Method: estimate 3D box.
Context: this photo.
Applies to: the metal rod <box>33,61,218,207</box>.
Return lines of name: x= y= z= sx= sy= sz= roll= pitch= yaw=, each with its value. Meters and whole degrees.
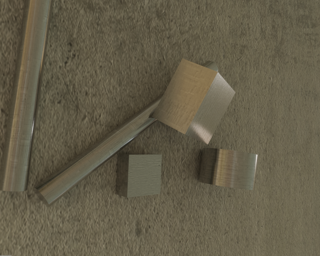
metal rod: x=-0.020 y=-0.011 z=0.389 sx=0.302 sy=0.025 sz=0.025 roll=-39 pitch=114 yaw=-33

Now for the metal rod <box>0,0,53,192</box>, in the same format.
metal rod: x=-0.123 y=-0.090 z=0.302 sx=0.025 sy=0.025 sz=0.298 roll=10 pitch=84 yaw=-40

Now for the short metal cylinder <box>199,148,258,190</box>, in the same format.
short metal cylinder: x=0.100 y=0.060 z=0.456 sx=0.081 sy=0.080 sz=0.050 roll=13 pitch=82 yaw=-40

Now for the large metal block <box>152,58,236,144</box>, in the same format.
large metal block: x=0.046 y=-0.031 z=0.397 sx=0.080 sy=0.050 sz=0.080 roll=-63 pitch=150 yaw=3

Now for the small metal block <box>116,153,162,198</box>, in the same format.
small metal block: x=-0.026 y=0.057 z=0.385 sx=0.050 sy=0.025 sz=0.050 roll=4 pitch=88 yaw=-40
